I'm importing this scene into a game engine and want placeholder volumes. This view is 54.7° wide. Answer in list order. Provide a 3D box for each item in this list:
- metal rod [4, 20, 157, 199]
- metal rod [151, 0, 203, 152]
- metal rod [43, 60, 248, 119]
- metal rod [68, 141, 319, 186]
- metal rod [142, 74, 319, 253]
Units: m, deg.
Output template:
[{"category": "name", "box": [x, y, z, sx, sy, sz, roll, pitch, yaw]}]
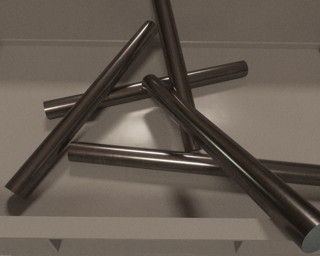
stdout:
[{"category": "metal rod", "box": [-0.087, -0.041, 0.408, 0.025, 0.025, 0.301, 24, 63, 18]}, {"category": "metal rod", "box": [0.014, -0.115, 0.415, 0.025, 0.025, 0.299, -10, 78, -9]}, {"category": "metal rod", "box": [-0.012, -0.059, 0.454, 0.302, 0.025, 0.025, -14, 52, -12]}, {"category": "metal rod", "box": [0.042, 0.042, 0.370, 0.302, 0.025, 0.025, 5, 50, 4]}, {"category": "metal rod", "box": [0.040, 0.001, 0.308, 0.025, 0.025, 0.300, -18, 31, -15]}]
